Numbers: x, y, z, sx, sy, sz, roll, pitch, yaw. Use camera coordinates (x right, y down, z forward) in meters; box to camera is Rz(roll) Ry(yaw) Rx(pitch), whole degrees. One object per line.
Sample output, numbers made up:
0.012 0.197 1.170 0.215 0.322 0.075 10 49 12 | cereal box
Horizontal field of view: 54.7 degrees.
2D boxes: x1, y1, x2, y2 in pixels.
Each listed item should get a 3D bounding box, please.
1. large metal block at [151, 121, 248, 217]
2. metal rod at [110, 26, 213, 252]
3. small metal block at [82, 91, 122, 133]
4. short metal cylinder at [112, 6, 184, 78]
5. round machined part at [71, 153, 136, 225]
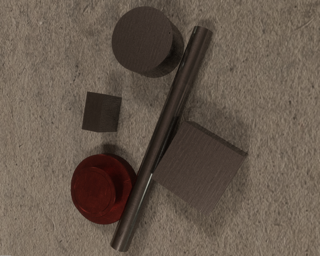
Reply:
0.049 0.046 0.378 0.080 0.050 0.080 32 100 16 | large metal block
0.001 0.016 0.397 0.025 0.025 0.298 22 93 18 | metal rod
-0.078 -0.021 0.422 0.025 0.050 0.050 10 94 19 | small metal block
-0.014 -0.108 0.400 0.080 0.050 0.079 0 90 19 | short metal cylinder
-0.083 0.085 0.428 0.098 0.042 0.097 0 90 19 | round machined part
